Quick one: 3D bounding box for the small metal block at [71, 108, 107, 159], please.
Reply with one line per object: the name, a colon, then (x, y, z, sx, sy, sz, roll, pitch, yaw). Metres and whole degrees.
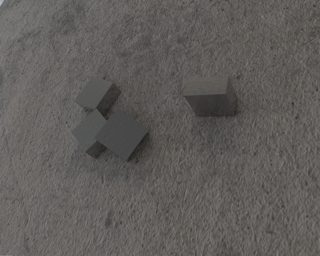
small metal block: (-0.093, 0.008, 0.448, 0.050, 0.025, 0.050, -43, 51, -2)

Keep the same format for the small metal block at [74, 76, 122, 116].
small metal block: (-0.097, -0.049, 0.485, 0.050, 0.025, 0.050, 21, 73, 35)

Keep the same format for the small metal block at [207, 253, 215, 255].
small metal block: (0.056, 0.152, 0.281, 0.050, 0.025, 0.050, 25, 75, 36)

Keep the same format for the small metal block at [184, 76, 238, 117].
small metal block: (0.063, -0.037, 0.377, 0.050, 0.050, 0.025, 0, 62, 28)

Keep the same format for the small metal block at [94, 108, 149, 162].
small metal block: (-0.049, 0.010, 0.409, 0.050, 0.025, 0.050, 35, 79, 5)
